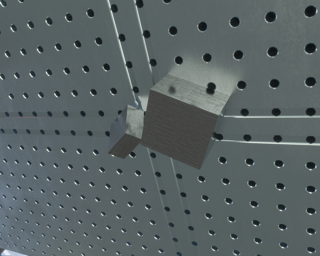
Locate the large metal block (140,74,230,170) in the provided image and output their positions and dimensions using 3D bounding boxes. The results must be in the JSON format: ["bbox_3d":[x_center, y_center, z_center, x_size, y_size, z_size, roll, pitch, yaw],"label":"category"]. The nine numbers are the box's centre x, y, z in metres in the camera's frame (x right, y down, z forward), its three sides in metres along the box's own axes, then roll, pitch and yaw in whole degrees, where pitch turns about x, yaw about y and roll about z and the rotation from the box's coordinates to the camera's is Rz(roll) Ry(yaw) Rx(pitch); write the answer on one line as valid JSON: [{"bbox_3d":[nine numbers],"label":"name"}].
[{"bbox_3d":[0.029,-0.008,0.374,0.080,0.050,0.079,22,127,14],"label":"large metal block"}]

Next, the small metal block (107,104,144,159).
[{"bbox_3d":[-0.046,0.005,0.417,0.025,0.050,0.050,23,134,-25],"label":"small metal block"}]
